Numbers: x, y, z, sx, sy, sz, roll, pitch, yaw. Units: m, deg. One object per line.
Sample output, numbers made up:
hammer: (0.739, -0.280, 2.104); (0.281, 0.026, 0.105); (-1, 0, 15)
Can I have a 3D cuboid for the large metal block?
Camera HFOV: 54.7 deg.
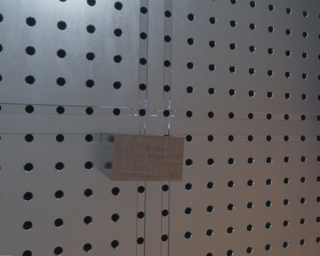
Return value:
large metal block: (-0.025, 0.033, 0.375); (0.081, 0.080, 0.050); (4, 89, -20)
